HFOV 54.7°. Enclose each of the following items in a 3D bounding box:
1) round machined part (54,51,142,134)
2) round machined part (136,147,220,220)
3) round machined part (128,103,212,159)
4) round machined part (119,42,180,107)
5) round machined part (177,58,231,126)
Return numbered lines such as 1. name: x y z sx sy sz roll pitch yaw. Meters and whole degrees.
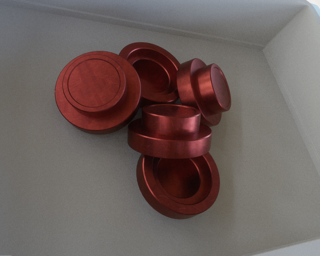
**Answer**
1. round machined part: -0.071 -0.044 0.353 0.099 0.042 0.098 0 76 0
2. round machined part: 0.018 0.059 0.366 0.099 0.042 0.098 14 56 -21
3. round machined part: 0.012 -0.002 0.363 0.099 0.098 0.042 -7 110 -31
4. round machined part: -0.017 -0.065 0.422 0.099 0.042 0.098 14 56 -21
5. round machined part: 0.066 -0.051 0.430 0.098 0.042 0.098 33 49 -48
